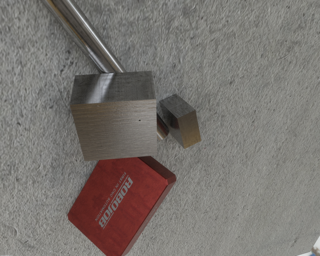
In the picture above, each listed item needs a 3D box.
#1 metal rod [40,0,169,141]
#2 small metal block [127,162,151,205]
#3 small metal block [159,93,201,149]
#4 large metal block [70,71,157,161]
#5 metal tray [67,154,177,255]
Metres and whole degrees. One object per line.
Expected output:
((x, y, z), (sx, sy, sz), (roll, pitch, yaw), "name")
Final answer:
((-0.069, -0.084, 0.317), (0.025, 0.025, 0.300), (-39, 130, -2), "metal rod")
((-0.032, 0.073, 0.419), (0.025, 0.050, 0.050), (-19, 126, -18), "small metal block")
((0.026, -0.009, 0.401), (0.025, 0.050, 0.050), (-26, 128, -13), "small metal block")
((-0.046, -0.012, 0.336), (0.081, 0.050, 0.079), (-4, 133, -4), "large metal block")
((-0.051, 0.089, 0.392), (0.129, 0.090, 0.030), (-58, 162, 13), "metal tray")
